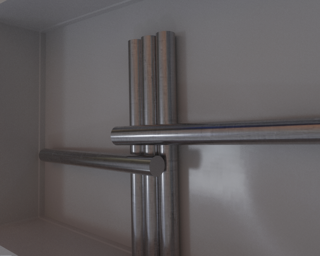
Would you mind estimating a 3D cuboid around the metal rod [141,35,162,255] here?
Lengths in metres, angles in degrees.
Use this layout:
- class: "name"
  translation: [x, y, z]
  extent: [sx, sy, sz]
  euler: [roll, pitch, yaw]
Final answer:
- class: "metal rod"
  translation: [-0.010, 0.029, 0.411]
  extent: [0.025, 0.025, 0.298]
  euler: [-2, 89, 39]

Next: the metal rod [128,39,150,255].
- class: "metal rod"
  translation: [-0.029, 0.029, 0.427]
  extent: [0.025, 0.025, 0.298]
  euler: [-2, 89, 39]

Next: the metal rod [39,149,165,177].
- class: "metal rod"
  translation: [-0.109, 0.048, 0.471]
  extent: [0.300, 0.025, 0.025]
  euler: [-1, 89, 45]

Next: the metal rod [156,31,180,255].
- class: "metal rod"
  translation: [0.010, 0.028, 0.395]
  extent: [0.025, 0.025, 0.298]
  euler: [-2, 89, 39]

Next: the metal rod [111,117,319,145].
- class: "metal rod"
  translation: [0.070, 0.005, 0.324]
  extent: [0.300, 0.025, 0.025]
  euler: [-2, 89, 33]
